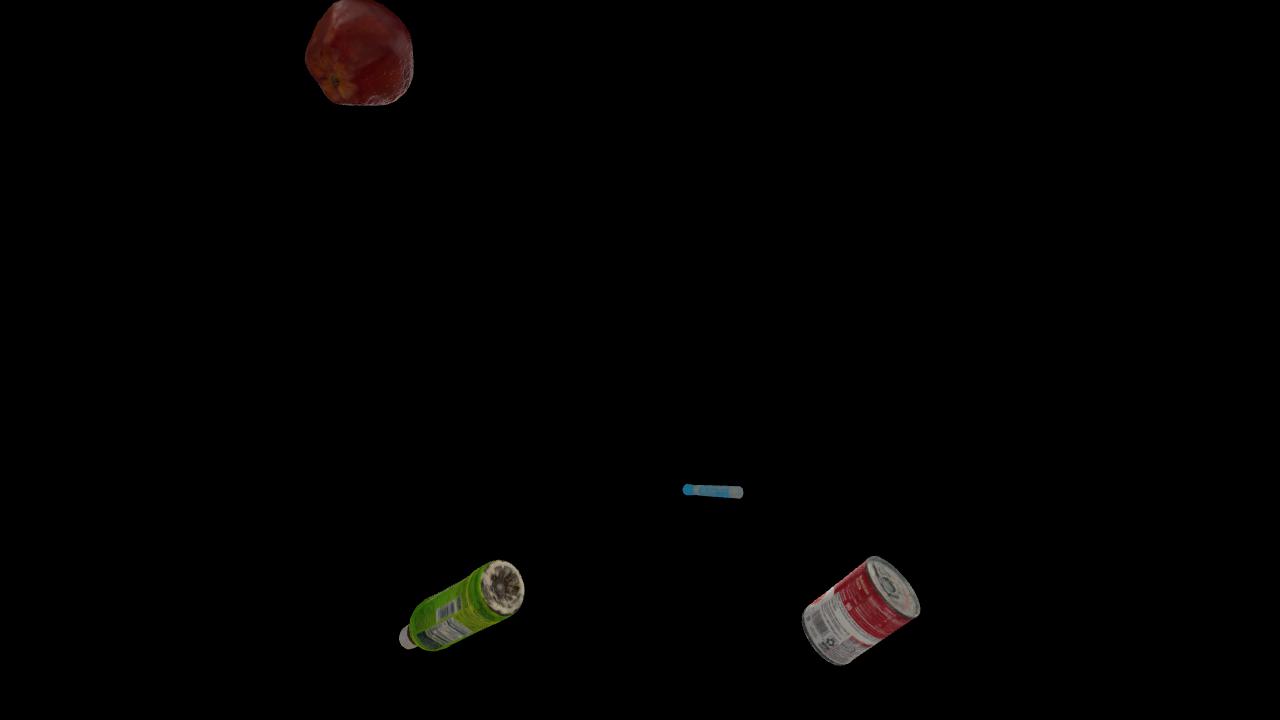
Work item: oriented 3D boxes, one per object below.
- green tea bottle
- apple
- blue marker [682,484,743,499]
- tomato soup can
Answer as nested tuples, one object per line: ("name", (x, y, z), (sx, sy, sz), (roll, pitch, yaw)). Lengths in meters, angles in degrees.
("green tea bottle", (-0.238, 0.324, 0.785), (0.212, 0.073, 0.073), (-33, -17, 27))
("apple", (-0.228, -0.250, 0.507), (0.079, 0.093, 0.079), (6, -42, 5))
("blue marker", (0.114, 0.211, 0.993), (0.020, 0.020, 0.121), (0, -7, -42))
("tomato soup can", (0.225, 0.260, 0.634), (0.068, 0.101, 0.068), (29, 28, -17))
